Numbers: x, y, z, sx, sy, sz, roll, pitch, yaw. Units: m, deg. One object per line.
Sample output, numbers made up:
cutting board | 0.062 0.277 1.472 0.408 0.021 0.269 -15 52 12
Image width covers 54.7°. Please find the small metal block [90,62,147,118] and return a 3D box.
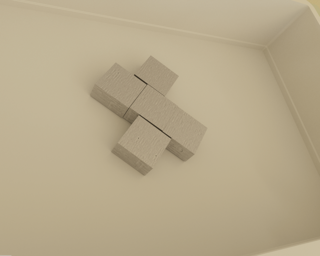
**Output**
small metal block | -0.054 -0.050 0.404 0.050 0.025 0.050 36 51 -5

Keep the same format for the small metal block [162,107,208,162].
small metal block | 0.029 0.008 0.413 0.050 0.025 0.050 36 51 -5

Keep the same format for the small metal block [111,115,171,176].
small metal block | -0.022 0.021 0.379 0.050 0.025 0.050 37 52 -4

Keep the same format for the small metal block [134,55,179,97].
small metal block | -0.009 -0.067 0.439 0.050 0.025 0.050 36 50 -4

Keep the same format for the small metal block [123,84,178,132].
small metal block | -0.012 -0.022 0.409 0.050 0.025 0.050 36 51 -5
